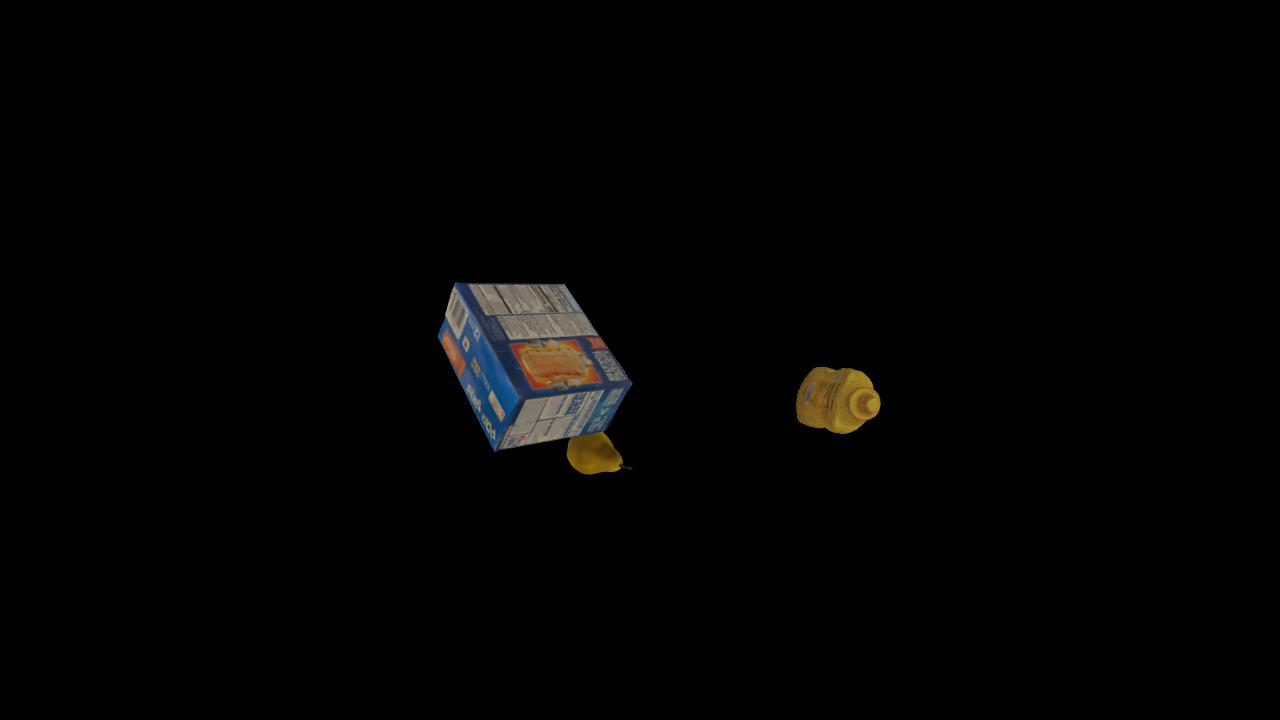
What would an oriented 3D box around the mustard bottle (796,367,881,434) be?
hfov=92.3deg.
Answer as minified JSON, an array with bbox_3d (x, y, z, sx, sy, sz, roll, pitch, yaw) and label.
[{"bbox_3d":[0.273,0.055,0.836,0.054,0.092,0.184,25,-3,-6],"label":"mustard bottle"}]

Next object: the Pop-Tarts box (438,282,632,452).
[{"bbox_3d":[-0.116,0.000,0.665,0.141,0.167,0.083,-6,-40,-41],"label":"Pop-Tarts box"}]

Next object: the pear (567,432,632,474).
[{"bbox_3d":[-0.063,0.151,0.962,0.080,0.080,0.111,0,12,-43],"label":"pear"}]
